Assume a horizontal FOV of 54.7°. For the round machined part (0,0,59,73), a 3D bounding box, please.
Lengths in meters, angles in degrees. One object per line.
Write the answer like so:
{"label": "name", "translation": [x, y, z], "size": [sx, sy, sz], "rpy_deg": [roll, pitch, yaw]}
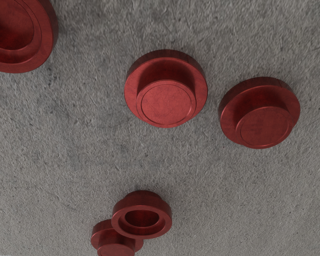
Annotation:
{"label": "round machined part", "translation": [-0.150, -0.106, 0.304], "size": [0.099, 0.042, 0.097], "rpy_deg": [0, 130, 0]}

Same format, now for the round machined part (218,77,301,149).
{"label": "round machined part", "translation": [0.125, -0.012, 0.387], "size": [0.099, 0.042, 0.097], "rpy_deg": [0, 130, 0]}

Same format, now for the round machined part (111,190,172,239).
{"label": "round machined part", "translation": [-0.029, 0.141, 0.516], "size": [0.099, 0.042, 0.097], "rpy_deg": [0, 130, 0]}

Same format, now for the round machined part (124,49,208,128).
{"label": "round machined part", "translation": [0.007, -0.038, 0.363], "size": [0.099, 0.042, 0.097], "rpy_deg": [0, 130, 0]}

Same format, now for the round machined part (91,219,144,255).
{"label": "round machined part", "translation": [-0.080, 0.215, 0.579], "size": [0.099, 0.042, 0.097], "rpy_deg": [0, 130, 0]}
